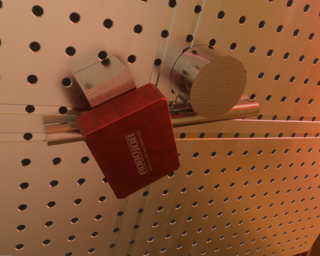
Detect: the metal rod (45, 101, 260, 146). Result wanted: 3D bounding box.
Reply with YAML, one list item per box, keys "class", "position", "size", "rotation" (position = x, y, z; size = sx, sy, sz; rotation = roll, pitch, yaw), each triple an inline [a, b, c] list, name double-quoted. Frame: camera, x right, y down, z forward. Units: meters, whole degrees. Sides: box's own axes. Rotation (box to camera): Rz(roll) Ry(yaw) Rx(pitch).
- class: "metal rod"
  position: [0.008, -0.011, 0.411]
  size: [0.303, 0.025, 0.025]
  rotation: [-8, 122, -25]

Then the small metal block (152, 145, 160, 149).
- class: "small metal block"
  position: [-0.019, 0.041, 0.426]
  size: [0.050, 0.025, 0.050]
  rotation: [-21, 127, -16]

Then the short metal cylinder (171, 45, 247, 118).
- class: "short metal cylinder"
  position: [0.061, -0.059, 0.393]
  size: [0.081, 0.050, 0.079]
  rotation: [-14, 125, -21]

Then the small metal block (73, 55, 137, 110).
- class: "small metal block"
  position: [-0.060, -0.049, 0.332]
  size: [0.050, 0.050, 0.025]
  rotation: [-28, 128, -11]

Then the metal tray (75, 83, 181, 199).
- class: "metal tray"
  position: [-0.029, 0.021, 0.356]
  size: [0.091, 0.030, 0.129]
  rotation: [-27, 139, -11]
